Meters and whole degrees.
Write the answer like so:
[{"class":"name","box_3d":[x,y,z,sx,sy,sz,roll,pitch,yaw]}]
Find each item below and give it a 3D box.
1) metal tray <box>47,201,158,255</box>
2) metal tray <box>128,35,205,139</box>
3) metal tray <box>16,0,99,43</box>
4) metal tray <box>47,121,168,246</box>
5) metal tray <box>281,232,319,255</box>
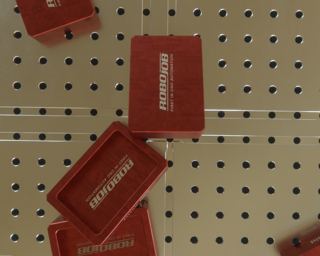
[{"class":"metal tray","box_3d":[-0.072,0.155,0.410,0.131,0.030,0.090,-11,90,0]},{"class":"metal tray","box_3d":[0.008,-0.053,0.393,0.090,0.030,0.130,0,73,0]},{"class":"metal tray","box_3d":[-0.146,-0.191,0.410,0.090,0.030,0.129,-20,90,0]},{"class":"metal tray","box_3d":[-0.063,0.067,0.390,0.090,0.030,0.130,39,80,12]},{"class":"metal tray","box_3d":[0.243,0.182,0.412,0.130,0.030,0.090,-27,90,0]}]
